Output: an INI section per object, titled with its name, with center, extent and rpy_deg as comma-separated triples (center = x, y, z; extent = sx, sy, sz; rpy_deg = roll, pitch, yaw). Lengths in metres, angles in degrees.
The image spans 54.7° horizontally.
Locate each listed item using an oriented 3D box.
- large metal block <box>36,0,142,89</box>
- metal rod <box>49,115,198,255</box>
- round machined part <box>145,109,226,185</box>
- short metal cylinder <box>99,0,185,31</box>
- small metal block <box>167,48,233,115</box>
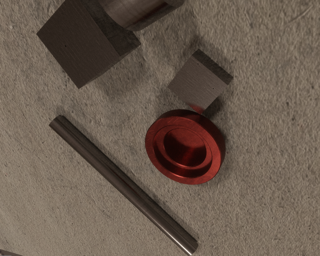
[large metal block]
center = -0.084, -0.106, 0.368
extent = 0.080, 0.050, 0.080
rpy_deg = -28, 104, 37
[metal rod]
center = -0.056, 0.092, 0.490
extent = 0.300, 0.025, 0.025
rpy_deg = 44, 129, -3
[round machined part]
center = 0.034, 0.020, 0.389
extent = 0.098, 0.042, 0.097
rpy_deg = 13, 124, 20
[short metal cylinder]
center = -0.020, -0.140, 0.294
extent = 0.050, 0.080, 0.080
rpy_deg = -20, 108, 35
[small metal block]
center = 0.045, -0.052, 0.350
extent = 0.050, 0.025, 0.050
rpy_deg = 40, 129, 0
